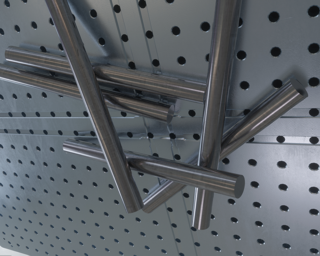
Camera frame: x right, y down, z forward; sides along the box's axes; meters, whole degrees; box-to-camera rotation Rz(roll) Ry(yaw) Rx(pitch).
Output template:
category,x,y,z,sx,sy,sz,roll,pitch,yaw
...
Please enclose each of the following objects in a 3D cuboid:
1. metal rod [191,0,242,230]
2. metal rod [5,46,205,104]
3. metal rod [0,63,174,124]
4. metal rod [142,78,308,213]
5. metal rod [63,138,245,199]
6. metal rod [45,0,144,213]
category,x,y,z,sx,sy,sz,roll,pitch,yaw
metal rod,0.060,-0.009,0.349,0.025,0.025,0.298,13,116,21
metal rod,-0.083,-0.074,0.409,0.301,0.025,0.025,14,124,20
metal rod,-0.123,-0.055,0.443,0.301,0.025,0.025,15,125,19
metal rod,0.060,0.043,0.406,0.025,0.025,0.299,43,129,-1
metal rod,-0.033,0.045,0.416,0.300,0.025,0.025,8,123,39
metal rod,-0.083,-0.035,0.390,0.025,0.025,0.299,-16,97,34
